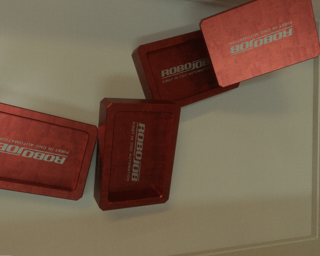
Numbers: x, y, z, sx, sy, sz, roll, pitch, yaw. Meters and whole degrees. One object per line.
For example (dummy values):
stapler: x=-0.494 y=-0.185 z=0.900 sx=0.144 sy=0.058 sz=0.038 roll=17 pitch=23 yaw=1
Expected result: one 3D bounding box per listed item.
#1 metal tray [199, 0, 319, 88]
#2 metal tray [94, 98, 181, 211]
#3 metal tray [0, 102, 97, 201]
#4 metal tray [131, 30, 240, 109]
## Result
metal tray: x=0.125 y=-0.115 z=0.394 sx=0.130 sy=0.030 sz=0.090 roll=-18 pitch=108 yaw=11
metal tray: x=-0.029 y=0.031 z=0.375 sx=0.091 sy=0.030 sz=0.129 roll=0 pitch=106 yaw=-26
metal tray: x=-0.146 y=0.026 z=0.354 sx=0.131 sy=0.030 sz=0.090 roll=15 pitch=85 yaw=-20
metal tray: x=0.037 y=-0.080 z=0.422 sx=0.131 sy=0.030 sz=0.090 roll=-20 pitch=97 yaw=-19
